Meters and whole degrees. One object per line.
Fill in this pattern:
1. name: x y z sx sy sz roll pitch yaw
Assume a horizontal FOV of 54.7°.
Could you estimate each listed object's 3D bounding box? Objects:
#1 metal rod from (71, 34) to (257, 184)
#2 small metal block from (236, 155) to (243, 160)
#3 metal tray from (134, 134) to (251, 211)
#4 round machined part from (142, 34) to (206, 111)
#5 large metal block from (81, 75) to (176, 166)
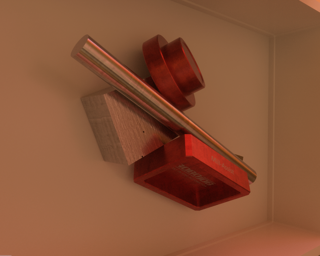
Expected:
1. metal rod: 0.028 -0.002 0.363 0.301 0.025 0.025 36 68 -35
2. small metal block: 0.095 0.064 0.470 0.025 0.050 0.050 19 78 -39
3. metal tray: 0.042 0.063 0.396 0.130 0.090 0.030 33 42 -36
4. round machined part: 0.022 -0.071 0.380 0.098 0.042 0.098 54 20 -30
5. large metal block: -0.033 -0.012 0.362 0.081 0.050 0.080 -29 108 -37
